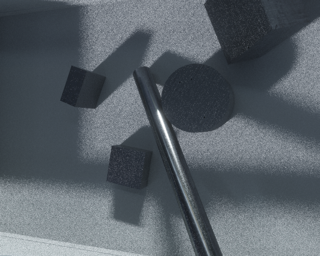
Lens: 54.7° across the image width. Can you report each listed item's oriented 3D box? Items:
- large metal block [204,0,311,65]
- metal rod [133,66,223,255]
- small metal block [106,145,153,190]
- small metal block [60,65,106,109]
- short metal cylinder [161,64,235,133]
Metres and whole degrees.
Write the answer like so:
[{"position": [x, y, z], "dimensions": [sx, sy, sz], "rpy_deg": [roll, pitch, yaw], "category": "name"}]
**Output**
[{"position": [0.101, -0.127, 0.338], "dimensions": [0.050, 0.080, 0.080], "rpy_deg": [-17, 83, -22], "category": "large metal block"}, {"position": [0.020, 0.049, 0.349], "dimensions": [0.025, 0.025, 0.299], "rpy_deg": [-30, 60, 17], "category": "metal rod"}, {"position": [-0.042, 0.052, 0.424], "dimensions": [0.050, 0.025, 0.050], "rpy_deg": [10, 93, 19], "category": "small metal block"}, {"position": [-0.106, -0.056, 0.433], "dimensions": [0.025, 0.050, 0.050], "rpy_deg": [23, 98, 18], "category": "small metal block"}, {"position": [0.048, -0.034, 0.380], "dimensions": [0.080, 0.050, 0.079], "rpy_deg": [0, 90, 19], "category": "short metal cylinder"}]
